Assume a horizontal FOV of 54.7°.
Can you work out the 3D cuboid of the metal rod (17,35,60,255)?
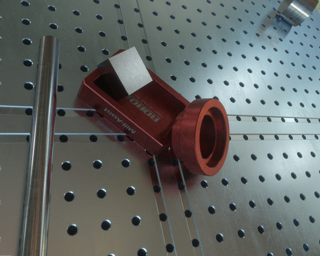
[{"bbox_3d":[-0.126,0.020,0.328,0.025,0.025,0.299,8,58,-25],"label":"metal rod"}]

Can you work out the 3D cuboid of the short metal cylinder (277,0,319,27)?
[{"bbox_3d":[0.322,-0.287,0.725,0.050,0.080,0.080,32,52,-9],"label":"short metal cylinder"}]

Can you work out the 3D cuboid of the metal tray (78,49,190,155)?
[{"bbox_3d":[-0.029,-0.037,0.412,0.130,0.030,0.090,39,51,-2],"label":"metal tray"}]

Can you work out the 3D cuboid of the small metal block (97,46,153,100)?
[{"bbox_3d":[-0.044,-0.071,0.399,0.050,0.025,0.050,-40,107,-43],"label":"small metal block"}]

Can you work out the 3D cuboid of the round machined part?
[{"bbox_3d":[0.050,0.011,0.399,0.099,0.042,0.097,-4,95,-54],"label":"round machined part"}]
